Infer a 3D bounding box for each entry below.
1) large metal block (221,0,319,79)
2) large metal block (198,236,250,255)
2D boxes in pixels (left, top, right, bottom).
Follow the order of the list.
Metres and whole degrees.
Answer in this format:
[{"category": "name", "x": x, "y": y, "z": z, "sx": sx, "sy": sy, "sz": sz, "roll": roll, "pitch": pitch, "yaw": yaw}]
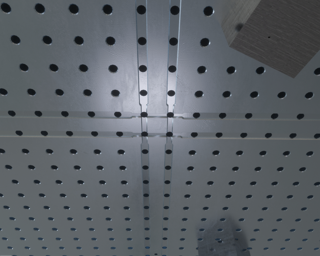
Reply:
[{"category": "large metal block", "x": 0.120, "y": -0.108, "z": 0.304, "sx": 0.080, "sy": 0.050, "sz": 0.080, "roll": 21, "pitch": 127, "yaw": -17}, {"category": "large metal block", "x": 0.134, "y": 0.271, "z": 0.627, "sx": 0.080, "sy": 0.050, "sz": 0.080, "roll": -27, "pitch": 125, "yaw": 21}]
